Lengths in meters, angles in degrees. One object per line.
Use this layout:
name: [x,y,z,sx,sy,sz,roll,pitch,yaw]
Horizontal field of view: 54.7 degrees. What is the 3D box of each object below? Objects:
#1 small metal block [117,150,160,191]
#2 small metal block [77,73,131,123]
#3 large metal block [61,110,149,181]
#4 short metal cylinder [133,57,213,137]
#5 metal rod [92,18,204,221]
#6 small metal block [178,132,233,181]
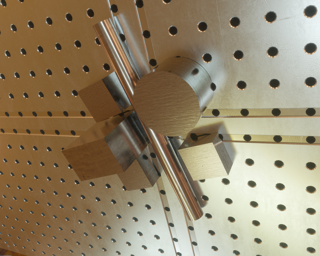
small metal block: [-0.037,0.065,0.469,0.050,0.025,0.050,-17,110,34]
small metal block: [-0.077,-0.041,0.425,0.050,0.025,0.050,-19,109,35]
large metal block: [-0.070,0.023,0.423,0.080,0.080,0.050,-16,110,34]
short metal cylinder: [0.016,-0.037,0.362,0.080,0.050,0.079,13,124,20]
metal rod: [-0.008,0.002,0.415,0.025,0.025,0.299,-13,112,33]
small metal block: [0.059,0.038,0.402,0.050,0.025,0.050,-15,111,34]
